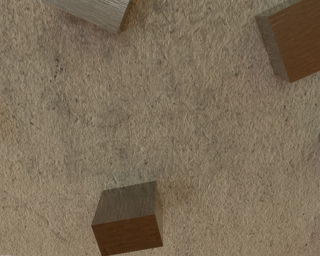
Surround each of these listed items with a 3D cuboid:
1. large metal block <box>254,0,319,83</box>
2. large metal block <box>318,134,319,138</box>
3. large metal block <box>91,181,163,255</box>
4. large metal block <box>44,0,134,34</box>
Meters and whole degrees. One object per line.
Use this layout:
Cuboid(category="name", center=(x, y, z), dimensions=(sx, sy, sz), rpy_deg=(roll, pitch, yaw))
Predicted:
Cuboid(category="large metal block", center=(0.167, -0.109, 0.358), dimensions=(0.080, 0.050, 0.080), rpy_deg=(-24, 109, 8))
Cuboid(category="large metal block", center=(0.275, 0.014, 0.404), dimensions=(0.080, 0.050, 0.080), rpy_deg=(38, 106, -13))
Cuboid(category="large metal block", center=(-0.040, 0.121, 0.425), dimensions=(0.080, 0.080, 0.050), rpy_deg=(-11, 110, 4))
Cuboid(category="large metal block", center=(-0.067, -0.158, 0.337), dimensions=(0.080, 0.050, 0.080), rpy_deg=(23, 108, -8))
